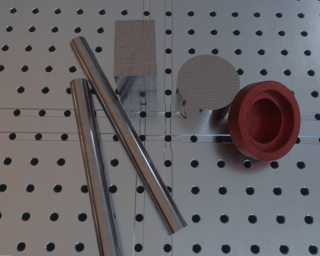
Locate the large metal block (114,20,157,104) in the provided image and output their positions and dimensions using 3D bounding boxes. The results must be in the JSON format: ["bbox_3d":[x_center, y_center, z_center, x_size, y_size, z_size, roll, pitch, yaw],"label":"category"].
[{"bbox_3d":[-0.030,-0.085,0.413,0.050,0.080,0.080,-2,70,-1],"label":"large metal block"}]

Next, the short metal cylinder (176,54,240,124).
[{"bbox_3d":[0.062,-0.051,0.418,0.081,0.050,0.080,0,70,0],"label":"short metal cylinder"}]

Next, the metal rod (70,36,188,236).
[{"bbox_3d":[-0.049,-0.002,0.411,0.025,0.025,0.299,-27,72,-10],"label":"metal rod"}]

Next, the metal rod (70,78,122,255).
[{"bbox_3d":[-0.077,0.073,0.384,0.025,0.025,0.299,-13,71,-5],"label":"metal rod"}]

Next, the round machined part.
[{"bbox_3d":[0.126,-0.009,0.393,0.099,0.042,0.097,-1,92,-25],"label":"round machined part"}]
